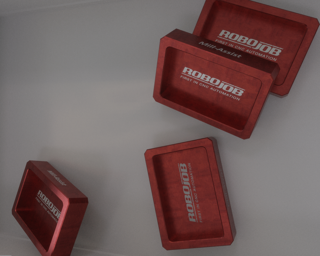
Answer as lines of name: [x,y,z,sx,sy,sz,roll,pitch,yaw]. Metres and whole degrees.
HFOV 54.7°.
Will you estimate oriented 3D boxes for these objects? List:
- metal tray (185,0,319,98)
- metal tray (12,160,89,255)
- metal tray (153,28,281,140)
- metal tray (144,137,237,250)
metal tray: [0.105,-0.100,0.370,0.130,0.030,0.090,24,98,18]
metal tray: [-0.160,0.111,0.437,0.130,0.030,0.089,25,98,41]
metal tray: [0.059,-0.051,0.362,0.130,0.030,0.089,25,133,17]
metal tray: [0.038,0.082,0.394,0.090,0.030,0.129,-13,86,19]
